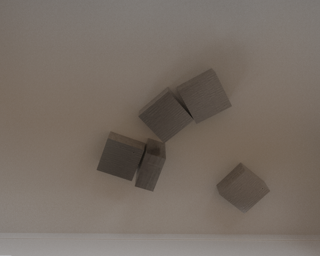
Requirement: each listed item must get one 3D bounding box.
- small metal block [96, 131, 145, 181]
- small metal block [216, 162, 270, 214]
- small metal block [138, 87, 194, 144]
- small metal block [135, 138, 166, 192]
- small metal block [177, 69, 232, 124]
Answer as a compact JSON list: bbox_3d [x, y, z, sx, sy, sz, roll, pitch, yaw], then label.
[{"bbox_3d":[-0.053,0.039,0.425,0.050,0.025,0.050,20,109,-8],"label":"small metal block"},{"bbox_3d":[0.119,0.086,0.445,0.050,0.025,0.050,39,105,-14],"label":"small metal block"},{"bbox_3d":[0.008,-0.017,0.405,0.050,0.025,0.050,-39,106,13],"label":"small metal block"},{"bbox_3d":[-0.013,0.048,0.416,0.025,0.050,0.050,18,109,-7],"label":"small metal block"},{"bbox_3d":[0.057,-0.041,0.397,0.050,0.025,0.050,-27,108,9],"label":"small metal block"}]
